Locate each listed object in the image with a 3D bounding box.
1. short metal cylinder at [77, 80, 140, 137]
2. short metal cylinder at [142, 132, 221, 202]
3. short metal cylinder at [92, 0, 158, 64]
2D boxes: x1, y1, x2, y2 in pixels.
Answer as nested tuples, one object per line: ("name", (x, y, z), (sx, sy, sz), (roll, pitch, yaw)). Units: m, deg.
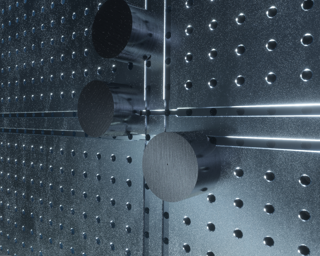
("short metal cylinder", (-0.075, -0.027, 0.453), (0.080, 0.050, 0.079), (0, 90, 39))
("short metal cylinder", (0.025, 0.044, 0.371), (0.080, 0.050, 0.079), (0, 90, 39))
("short metal cylinder", (-0.049, -0.133, 0.432), (0.080, 0.050, 0.079), (0, 90, 39))
